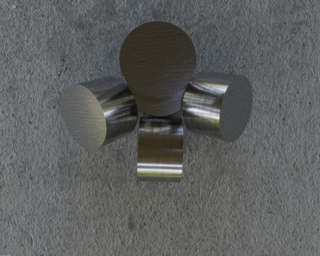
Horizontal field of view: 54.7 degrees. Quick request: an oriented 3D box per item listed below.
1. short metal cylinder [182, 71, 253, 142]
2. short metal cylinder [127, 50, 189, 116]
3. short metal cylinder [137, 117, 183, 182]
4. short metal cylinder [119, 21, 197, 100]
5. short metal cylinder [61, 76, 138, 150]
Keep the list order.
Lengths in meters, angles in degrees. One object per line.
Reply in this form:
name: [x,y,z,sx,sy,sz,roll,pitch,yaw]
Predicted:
short metal cylinder: [0.072,-0.027,0.379,0.050,0.080,0.080,15,90,38]
short metal cylinder: [0.000,-0.054,0.399,0.081,0.050,0.079,0,90,-1]
short metal cylinder: [0.000,0.026,0.383,0.050,0.080,0.079,2,90,0]
short metal cylinder: [-0.002,-0.072,0.348,0.081,0.050,0.079,0,90,-1]
short metal cylinder: [-0.074,-0.019,0.378,0.080,0.050,0.079,17,118,35]
